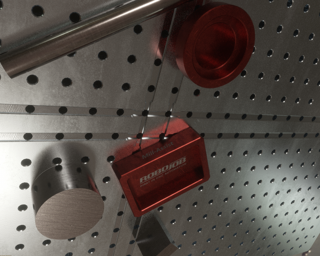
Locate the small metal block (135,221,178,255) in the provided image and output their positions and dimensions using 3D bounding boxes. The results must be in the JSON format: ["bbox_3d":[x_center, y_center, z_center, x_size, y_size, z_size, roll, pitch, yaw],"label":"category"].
[{"bbox_3d":[-0.006,0.192,0.513,0.050,0.050,0.025,-41,130,-1],"label":"small metal block"}]

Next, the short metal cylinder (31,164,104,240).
[{"bbox_3d":[-0.117,0.092,0.389,0.081,0.050,0.079,-14,125,-21],"label":"short metal cylinder"}]

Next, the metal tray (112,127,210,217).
[{"bbox_3d":[0.006,0.065,0.453,0.131,0.030,0.090,-25,128,-13],"label":"metal tray"}]

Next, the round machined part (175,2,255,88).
[{"bbox_3d":[0.062,-0.101,0.373,0.099,0.042,0.097,-14,124,-21],"label":"round machined part"}]

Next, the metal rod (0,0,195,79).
[{"bbox_3d":[-0.016,-0.126,0.325,0.302,0.025,0.025,-27,128,-12],"label":"metal rod"}]
